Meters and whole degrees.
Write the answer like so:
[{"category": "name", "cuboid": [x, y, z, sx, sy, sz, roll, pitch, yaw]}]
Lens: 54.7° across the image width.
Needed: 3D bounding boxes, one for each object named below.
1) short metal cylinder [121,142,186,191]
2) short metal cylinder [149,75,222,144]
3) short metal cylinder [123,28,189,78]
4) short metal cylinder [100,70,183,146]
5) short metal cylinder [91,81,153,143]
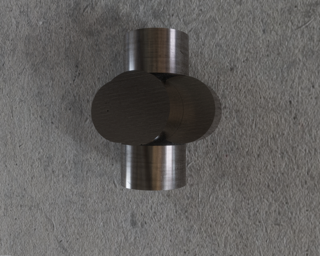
[{"category": "short metal cylinder", "cuboid": [-0.008, 0.044, 0.383, 0.080, 0.080, 0.050, 0, 90, 19]}, {"category": "short metal cylinder", "cuboid": [0.033, -0.022, 0.385, 0.080, 0.050, 0.079, 0, 90, 19]}, {"category": "short metal cylinder", "cuboid": [-0.005, -0.086, 0.382, 0.080, 0.080, 0.050, 0, 90, 19]}, {"category": "short metal cylinder", "cuboid": [-0.019, -0.021, 0.349, 0.080, 0.050, 0.079, 0, 90, 19]}, {"category": "short metal cylinder", "cuboid": [-0.043, -0.021, 0.411, 0.080, 0.050, 0.079, 0, 90, 19]}]
